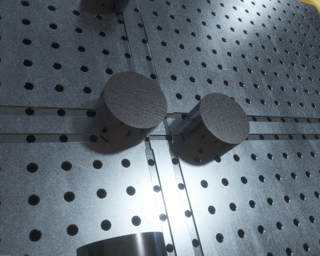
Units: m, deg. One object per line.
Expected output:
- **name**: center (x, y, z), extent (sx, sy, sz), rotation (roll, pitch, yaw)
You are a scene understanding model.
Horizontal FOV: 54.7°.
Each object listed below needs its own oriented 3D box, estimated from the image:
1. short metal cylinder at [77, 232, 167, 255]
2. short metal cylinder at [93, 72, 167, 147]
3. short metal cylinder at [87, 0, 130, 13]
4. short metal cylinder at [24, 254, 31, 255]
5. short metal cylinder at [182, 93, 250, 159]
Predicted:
- **short metal cylinder**: center (-0.032, 0.129, 0.279), extent (0.081, 0.080, 0.050), rotation (2, 61, -28)
- **short metal cylinder**: center (-0.038, -0.023, 0.387), extent (0.081, 0.050, 0.080), rotation (14, 56, -21)
- **short metal cylinder**: center (-0.080, -0.231, 0.492), extent (0.081, 0.050, 0.080), rotation (14, 56, -21)
- **short metal cylinder**: center (-0.102, 0.144, 0.231), extent (0.050, 0.080, 0.080), rotation (32, 52, -9)
- **short metal cylinder**: center (0.078, -0.003, 0.438), extent (0.081, 0.050, 0.080), rotation (14, 56, -21)
